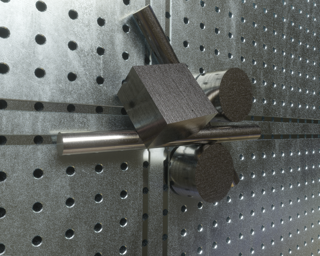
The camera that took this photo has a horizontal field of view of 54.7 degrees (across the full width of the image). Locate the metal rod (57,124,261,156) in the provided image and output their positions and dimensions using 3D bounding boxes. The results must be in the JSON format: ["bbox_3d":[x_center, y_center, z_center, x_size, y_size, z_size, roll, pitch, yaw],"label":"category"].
[{"bbox_3d":[0.023,0.011,0.402,0.303,0.025,0.025,-2,92,-34],"label":"metal rod"}]

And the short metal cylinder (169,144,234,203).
[{"bbox_3d":[0.059,0.061,0.438,0.081,0.050,0.079,0,90,-40],"label":"short metal cylinder"}]

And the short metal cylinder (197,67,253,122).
[{"bbox_3d":[0.096,-0.048,0.469,0.081,0.050,0.079,0,90,-40],"label":"short metal cylinder"}]

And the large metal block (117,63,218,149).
[{"bbox_3d":[0.008,-0.030,0.372,0.081,0.050,0.080,-13,64,-39],"label":"large metal block"}]

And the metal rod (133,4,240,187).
[{"bbox_3d":[0.047,-0.030,0.445,0.025,0.025,0.299,-46,118,-30],"label":"metal rod"}]
